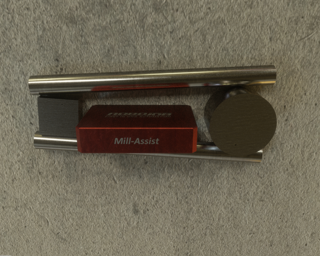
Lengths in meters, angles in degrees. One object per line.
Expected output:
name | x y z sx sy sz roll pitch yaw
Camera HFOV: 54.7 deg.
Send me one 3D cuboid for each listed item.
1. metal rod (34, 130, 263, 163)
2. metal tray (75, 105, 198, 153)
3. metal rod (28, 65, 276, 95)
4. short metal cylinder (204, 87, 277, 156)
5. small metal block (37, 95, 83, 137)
metal rod | -0.014 0.026 0.420 0.302 0.025 0.025 4 110 -2
metal tray | -0.025 -0.002 0.374 0.131 0.090 0.030 0 110 0
metal rod | -0.009 -0.060 0.389 0.302 0.025 0.025 -2 110 0
short metal cylinder | 0.099 -0.011 0.394 0.081 0.050 0.079 0 110 0
small metal block | -0.129 -0.017 0.404 0.050 0.025 0.050 4 110 -2
